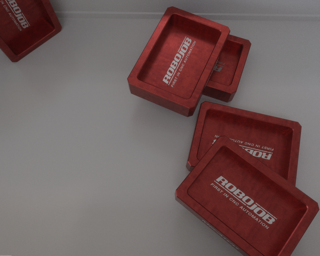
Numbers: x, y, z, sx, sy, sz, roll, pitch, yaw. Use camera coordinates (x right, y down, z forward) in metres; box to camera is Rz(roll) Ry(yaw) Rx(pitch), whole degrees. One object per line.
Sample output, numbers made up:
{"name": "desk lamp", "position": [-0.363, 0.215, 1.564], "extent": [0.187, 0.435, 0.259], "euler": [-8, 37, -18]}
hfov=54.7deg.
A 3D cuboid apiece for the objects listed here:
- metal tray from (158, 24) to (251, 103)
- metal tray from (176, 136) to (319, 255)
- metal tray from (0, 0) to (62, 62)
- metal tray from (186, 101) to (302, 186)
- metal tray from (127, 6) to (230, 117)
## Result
{"name": "metal tray", "position": [0.053, -0.099, 0.443], "extent": [0.131, 0.030, 0.090], "euler": [19, 71, 6]}
{"name": "metal tray", "position": [0.093, 0.082, 0.345], "extent": [0.130, 0.030, 0.090], "euler": [38, 74, 12]}
{"name": "metal tray", "position": [-0.192, -0.155, 0.409], "extent": [0.090, 0.130, 0.030], "euler": [-42, 75, -13]}
{"name": "metal tray", "position": [0.107, 0.024, 0.398], "extent": [0.131, 0.030, 0.090], "euler": [13, 70, 4]}
{"name": "metal tray", "position": [0.026, -0.089, 0.407], "extent": [0.090, 0.030, 0.130], "euler": [24, 72, 8]}
